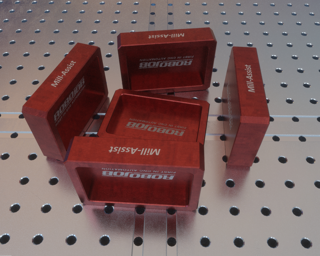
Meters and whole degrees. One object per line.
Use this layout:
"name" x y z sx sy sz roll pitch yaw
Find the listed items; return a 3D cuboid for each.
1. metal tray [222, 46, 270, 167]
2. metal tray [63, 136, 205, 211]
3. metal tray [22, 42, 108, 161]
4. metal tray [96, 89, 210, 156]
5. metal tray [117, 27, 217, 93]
"metal tray" 0.103 -0.029 0.390 0.030 0.090 0.130 4 50 3
"metal tray" -0.023 0.050 0.324 0.131 0.090 0.030 3 50 3
"metal tray" -0.111 -0.035 0.394 0.030 0.090 0.130 14 51 12
"metal tray" -0.005 -0.003 0.406 0.131 0.030 0.090 9 50 7
"metal tray" 0.009 -0.093 0.443 0.131 0.090 0.030 -5 50 -4
